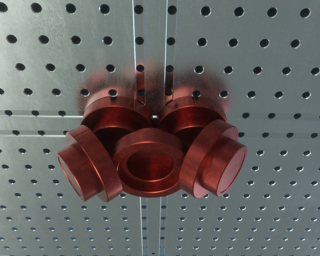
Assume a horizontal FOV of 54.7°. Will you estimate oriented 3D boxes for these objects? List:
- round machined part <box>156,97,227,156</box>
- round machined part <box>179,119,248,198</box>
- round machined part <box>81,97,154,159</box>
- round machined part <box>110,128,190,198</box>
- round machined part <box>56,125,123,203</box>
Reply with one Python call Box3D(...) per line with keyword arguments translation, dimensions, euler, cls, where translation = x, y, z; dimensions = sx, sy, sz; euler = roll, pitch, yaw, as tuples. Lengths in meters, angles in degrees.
Box3D(translation=(0.042, 0.010, 0.409), dimensions=(0.099, 0.042, 0.097), euler=(-1, 130, 0), cls="round machined part")
Box3D(translation=(0.069, 0.042, 0.370), dimensions=(0.042, 0.099, 0.097), euler=(29, 138, 29), cls="round machined part")
Box3D(translation=(-0.056, 0.010, 0.408), dimensions=(0.099, 0.042, 0.097), euler=(-1, 130, 0), cls="round machined part")
Box3D(translation=(-0.012, 0.038, 0.376), dimensions=(0.099, 0.042, 0.097), euler=(-1, 130, 0), cls="round machined part")
Box3D(translation=(-0.090, 0.049, 0.374), dimensions=(0.042, 0.098, 0.097), euler=(-30, 135, -25), cls="round machined part")
